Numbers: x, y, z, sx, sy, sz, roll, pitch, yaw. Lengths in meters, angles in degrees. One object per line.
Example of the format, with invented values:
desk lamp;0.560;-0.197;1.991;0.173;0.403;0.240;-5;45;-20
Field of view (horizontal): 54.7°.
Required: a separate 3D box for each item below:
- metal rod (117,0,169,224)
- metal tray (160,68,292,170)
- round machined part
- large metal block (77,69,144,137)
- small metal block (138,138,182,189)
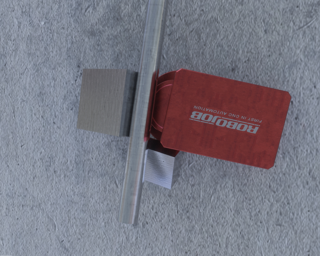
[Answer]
metal rod;-0.018;-0.036;0.372;0.025;0.025;0.298;8;91;20
metal tray;0.073;-0.011;0.358;0.131;0.030;0.089;12;95;-1
round machined part;0.022;-0.025;0.393;0.098;0.042;0.097;0;90;20
large metal block;-0.059;-0.033;0.406;0.080;0.050;0.079;9;93;38
small metal block;-0.002;0.045;0.400;0.050;0.025;0.050;17;121;19
